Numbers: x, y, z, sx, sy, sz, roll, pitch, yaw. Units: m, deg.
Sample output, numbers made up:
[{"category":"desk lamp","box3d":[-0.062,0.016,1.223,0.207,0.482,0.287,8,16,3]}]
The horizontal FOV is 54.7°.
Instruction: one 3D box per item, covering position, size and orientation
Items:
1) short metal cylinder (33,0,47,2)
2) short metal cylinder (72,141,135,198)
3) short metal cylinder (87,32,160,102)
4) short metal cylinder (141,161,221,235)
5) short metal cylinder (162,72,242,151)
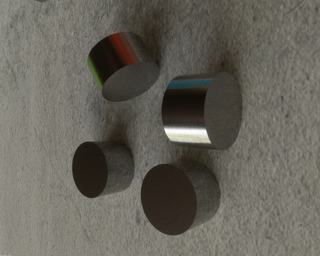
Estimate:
[{"category":"short metal cylinder","box3d":[-0.241,-0.285,0.583,0.080,0.050,0.079,0,90,39]},{"category":"short metal cylinder","box3d":[-0.084,0.059,0.456,0.080,0.050,0.079,0,90,39]},{"category":"short metal cylinder","box3d":[-0.048,-0.078,0.406,0.080,0.081,0.050,-41,65,32]},{"category":"short metal cylinder","box3d":[0.024,0.080,0.367,0.080,0.050,0.079,0,90,39]},{"category":"short metal cylinder","box3d":[0.047,-0.018,0.329,0.050,0.081,0.079,3,92,39]}]
